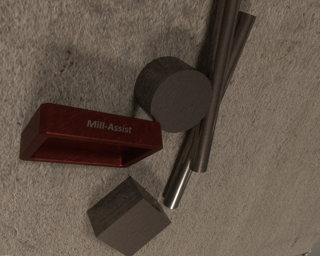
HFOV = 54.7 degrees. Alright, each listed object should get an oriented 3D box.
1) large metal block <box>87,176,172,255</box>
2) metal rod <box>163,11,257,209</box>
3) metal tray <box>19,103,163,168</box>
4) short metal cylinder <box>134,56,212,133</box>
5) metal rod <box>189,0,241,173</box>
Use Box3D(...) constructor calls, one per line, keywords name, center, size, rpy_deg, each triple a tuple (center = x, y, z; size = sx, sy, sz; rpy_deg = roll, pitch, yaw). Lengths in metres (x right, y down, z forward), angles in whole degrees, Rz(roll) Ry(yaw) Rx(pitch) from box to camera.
Box3D(name="large metal block", center=(-0.044, 0.129, 0.448), size=(0.080, 0.050, 0.080), rpy_deg=(-40, 130, -2))
Box3D(name="metal rod", center=(0.062, -0.010, 0.436), size=(0.025, 0.025, 0.298), rpy_deg=(5, 116, -31))
Box3D(name="metal tray", center=(-0.074, 0.014, 0.339), size=(0.131, 0.030, 0.090), rpy_deg=(9, 154, -33))
Box3D(name="short metal cylinder", center=(0.016, -0.041, 0.376), size=(0.081, 0.050, 0.079), rpy_deg=(-14, 124, -21))
Box3D(name="metal rod", center=(0.071, -0.080, 0.379), size=(0.025, 0.025, 0.298), rpy_deg=(-4, 115, -27))
